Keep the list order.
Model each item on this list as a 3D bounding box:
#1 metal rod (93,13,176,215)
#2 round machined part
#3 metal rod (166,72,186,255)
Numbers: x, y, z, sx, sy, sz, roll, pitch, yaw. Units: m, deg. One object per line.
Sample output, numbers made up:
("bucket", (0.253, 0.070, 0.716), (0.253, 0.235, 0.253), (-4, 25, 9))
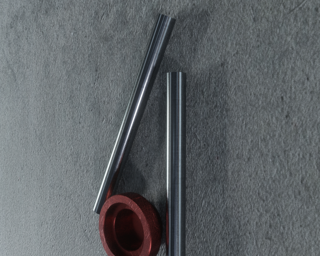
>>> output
("metal rod", (-0.041, -0.008, 0.436), (0.025, 0.025, 0.298), (32, 109, 35))
("round machined part", (-0.035, 0.136, 0.421), (0.098, 0.042, 0.097), (0, 90, 39))
("metal rod", (0.020, 0.081, 0.386), (0.025, 0.025, 0.298), (0, 90, 39))
